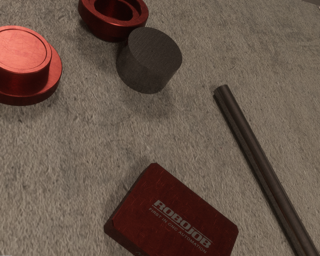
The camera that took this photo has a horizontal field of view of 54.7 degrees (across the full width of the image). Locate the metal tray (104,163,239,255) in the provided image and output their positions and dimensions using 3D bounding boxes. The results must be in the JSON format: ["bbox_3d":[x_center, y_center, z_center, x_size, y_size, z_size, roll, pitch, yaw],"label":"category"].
[{"bbox_3d":[0.016,0.112,0.343,0.130,0.030,0.090,39,51,-3],"label":"metal tray"}]

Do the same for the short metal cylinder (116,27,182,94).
[{"bbox_3d":[-0.016,-0.095,0.439,0.081,0.050,0.080,14,56,-21],"label":"short metal cylinder"}]

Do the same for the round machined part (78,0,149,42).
[{"bbox_3d":[-0.070,-0.164,0.451,0.099,0.042,0.098,12,51,-15],"label":"round machined part"}]

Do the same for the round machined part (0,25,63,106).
[{"bbox_3d":[-0.162,-0.077,0.353,0.099,0.042,0.098,14,56,-21],"label":"round machined part"}]

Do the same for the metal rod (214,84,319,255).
[{"bbox_3d":[0.153,0.067,0.447,0.025,0.025,0.299,-10,67,-33],"label":"metal rod"}]
